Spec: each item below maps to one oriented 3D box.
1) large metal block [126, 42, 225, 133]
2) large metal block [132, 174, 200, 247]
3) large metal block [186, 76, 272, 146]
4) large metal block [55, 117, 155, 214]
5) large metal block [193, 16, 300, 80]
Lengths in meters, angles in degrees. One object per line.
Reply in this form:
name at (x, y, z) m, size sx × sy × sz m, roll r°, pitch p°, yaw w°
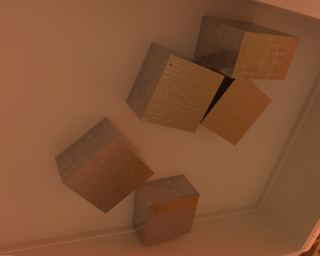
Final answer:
large metal block at (0.017, -0.047, 0.375) m, size 0.081 × 0.050 × 0.079 m, roll 13°, pitch 112°, yaw -34°
large metal block at (0.007, 0.124, 0.475) m, size 0.081 × 0.050 × 0.079 m, roll -7°, pitch 122°, yaw -25°
large metal block at (0.091, -0.033, 0.424) m, size 0.080 × 0.050 × 0.080 m, roll 29°, pitch 102°, yaw -38°
large metal block at (-0.068, 0.047, 0.386) m, size 0.080 × 0.050 × 0.080 m, roll -40°, pitch 130°, yaw -2°
large metal block at (0.100, -0.096, 0.370) m, size 0.081 × 0.080 × 0.050 m, roll -3°, pitch 120°, yaw -27°
